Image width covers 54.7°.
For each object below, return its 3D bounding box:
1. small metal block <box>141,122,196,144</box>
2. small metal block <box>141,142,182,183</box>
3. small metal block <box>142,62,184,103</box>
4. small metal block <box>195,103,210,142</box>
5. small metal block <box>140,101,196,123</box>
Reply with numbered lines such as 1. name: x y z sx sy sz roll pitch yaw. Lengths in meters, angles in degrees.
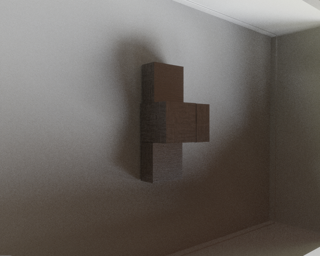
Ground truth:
1. small metal block: 0.010 0.005 0.397 0.050 0.050 0.025 0 91 -40
2. small metal block: 0.003 0.043 0.406 0.050 0.025 0.050 0 90 -40
3. small metal block: 0.004 -0.057 0.407 0.050 0.025 0.050 0 90 -40
4. small metal block: 0.040 -0.007 0.421 0.025 0.050 0.050 0 90 -40
5. small metal block: 0.010 -0.019 0.396 0.050 0.050 0.025 0 91 -40
